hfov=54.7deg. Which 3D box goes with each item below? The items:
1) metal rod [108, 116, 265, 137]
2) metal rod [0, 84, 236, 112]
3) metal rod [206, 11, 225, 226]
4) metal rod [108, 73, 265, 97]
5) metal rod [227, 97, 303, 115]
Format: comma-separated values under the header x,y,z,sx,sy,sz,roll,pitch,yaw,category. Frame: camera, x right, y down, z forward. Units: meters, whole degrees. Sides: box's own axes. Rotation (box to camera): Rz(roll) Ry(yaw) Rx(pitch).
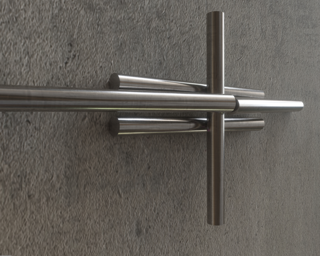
x,y,z,sx,sy,sz,roll,pitch,yaw,category
0.062,-0.005,0.460,0.302,0.025,0.025,-1,91,-40,metal rod
-0.035,-0.030,0.345,0.303,0.025,0.025,-2,91,-31,metal rod
0.079,-0.013,0.443,0.025,0.025,0.298,0,90,-40,metal rod
0.062,-0.055,0.459,0.302,0.025,0.025,-1,91,-40,metal rod
0.194,-0.039,0.540,0.302,0.025,0.025,-5,94,-50,metal rod
